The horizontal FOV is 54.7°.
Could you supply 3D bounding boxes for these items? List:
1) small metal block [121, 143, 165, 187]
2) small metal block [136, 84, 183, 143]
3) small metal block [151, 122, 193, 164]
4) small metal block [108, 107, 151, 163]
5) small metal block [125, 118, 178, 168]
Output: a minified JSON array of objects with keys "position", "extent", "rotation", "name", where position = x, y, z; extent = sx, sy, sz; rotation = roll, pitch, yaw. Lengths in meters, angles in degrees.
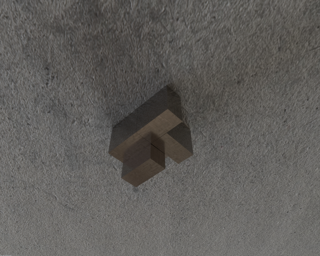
[{"position":[-0.021,0.039,0.392],"extent":[0.050,0.050,0.025],"rotation":[-36,122,26],"name":"small metal block"},{"position":[-0.001,-0.017,0.377],"extent":[0.050,0.050,0.025],"rotation":[-36,122,26],"name":"small metal block"},{"position":[0.016,0.010,0.401],"extent":[0.025,0.050,0.050],"rotation":[-35,122,26],"name":"small metal block"},{"position":[-0.038,0.009,0.399],"extent":[0.050,0.050,0.025],"rotation":[-36,122,26],"name":"small metal block"},{"position":[-0.012,0.022,0.427],"extent":[0.050,0.025,0.050],"rotation":[-35,122,25],"name":"small metal block"}]
